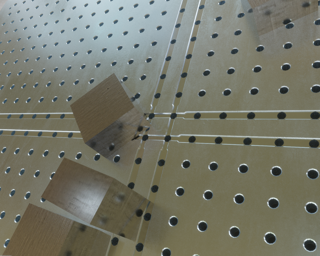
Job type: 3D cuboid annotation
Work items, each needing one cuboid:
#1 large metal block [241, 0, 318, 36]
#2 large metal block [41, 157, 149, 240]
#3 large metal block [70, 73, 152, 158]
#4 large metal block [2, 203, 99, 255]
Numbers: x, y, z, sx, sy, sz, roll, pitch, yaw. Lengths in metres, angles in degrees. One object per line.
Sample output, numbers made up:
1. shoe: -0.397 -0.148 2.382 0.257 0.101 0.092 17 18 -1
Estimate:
1. large metal block: 0.157 -0.186 0.424 0.080 0.050 0.080 -22 54 15
2. large metal block: -0.073 0.083 0.362 0.080 0.080 0.050 15 70 34
3. large metal block: -0.071 -0.018 0.442 0.080 0.050 0.080 -36 51 4
4. large metal block: -0.134 0.146 0.374 0.080 0.050 0.080 8 66 32
